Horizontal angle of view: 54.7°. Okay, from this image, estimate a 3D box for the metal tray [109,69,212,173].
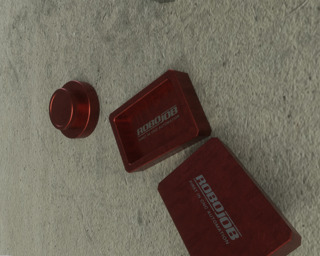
[{"bbox_3d":[-0.006,-0.005,0.406,0.130,0.030,0.090,-32,70,35],"label":"metal tray"}]

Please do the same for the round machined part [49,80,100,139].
[{"bbox_3d":[-0.149,-0.031,0.517,0.098,0.042,0.097,0,90,40],"label":"round machined part"}]

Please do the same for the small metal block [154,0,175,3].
[{"bbox_3d":[-0.003,-0.192,0.391,0.025,0.050,0.050,11,97,39],"label":"small metal block"}]

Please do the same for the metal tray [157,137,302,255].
[{"bbox_3d":[0.060,0.082,0.311,0.090,0.030,0.130,-43,45,11],"label":"metal tray"}]

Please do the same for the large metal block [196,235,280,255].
[{"bbox_3d":[0.079,0.164,0.323,0.080,0.050,0.080,-1,89,40],"label":"large metal block"}]
